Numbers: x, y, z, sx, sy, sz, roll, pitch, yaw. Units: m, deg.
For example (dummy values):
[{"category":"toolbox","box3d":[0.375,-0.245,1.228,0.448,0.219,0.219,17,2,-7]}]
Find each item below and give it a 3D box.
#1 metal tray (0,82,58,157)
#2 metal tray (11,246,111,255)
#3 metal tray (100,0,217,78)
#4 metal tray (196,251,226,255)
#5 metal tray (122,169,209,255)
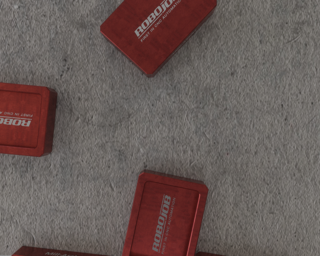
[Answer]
[{"category":"metal tray","box3d":[-0.208,-0.014,0.405,0.131,0.030,0.089,6,90,0]},{"category":"metal tray","box3d":[-0.131,0.211,0.406,0.131,0.030,0.089,7,90,0]},{"category":"metal tray","box3d":[-0.002,-0.143,0.407,0.090,0.030,0.130,43,90,0]},{"category":"metal tray","box3d":[0.106,0.222,0.408,0.131,0.030,0.089,10,90,0]},{"category":"metal tray","box3d":[0.005,0.127,0.407,0.091,0.030,0.129,12,90,0]}]
